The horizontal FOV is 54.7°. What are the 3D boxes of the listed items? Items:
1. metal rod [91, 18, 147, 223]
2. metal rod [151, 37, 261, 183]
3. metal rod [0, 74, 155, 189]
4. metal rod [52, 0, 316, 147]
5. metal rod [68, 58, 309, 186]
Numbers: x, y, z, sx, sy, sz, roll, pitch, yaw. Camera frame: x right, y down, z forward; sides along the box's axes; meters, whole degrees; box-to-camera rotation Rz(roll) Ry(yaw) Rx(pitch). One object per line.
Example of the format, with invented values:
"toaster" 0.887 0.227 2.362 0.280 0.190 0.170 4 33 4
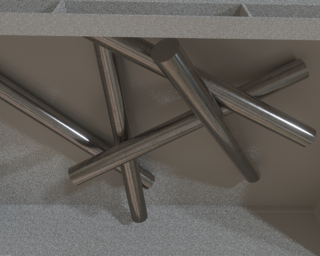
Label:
"metal rod" -0.046 0.014 0.398 0.025 0.025 0.298 -5 124 3
"metal rod" 0.073 0.005 0.359 0.025 0.025 0.300 -23 144 18
"metal rod" -0.122 0.003 0.409 0.025 0.025 0.301 -37 122 27
"metal rod" 0.039 -0.049 0.323 0.302 0.025 0.025 24 126 -14
"metal rod" 0.028 -0.004 0.370 0.301 0.025 0.025 -25 127 6
